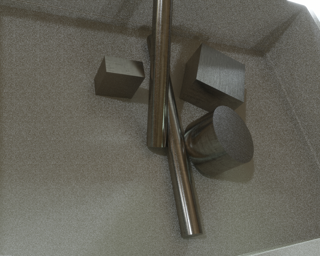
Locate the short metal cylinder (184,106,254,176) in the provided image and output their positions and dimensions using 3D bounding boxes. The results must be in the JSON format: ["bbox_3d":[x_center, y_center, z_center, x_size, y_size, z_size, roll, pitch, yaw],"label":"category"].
[{"bbox_3d":[0.079,0.017,0.411,0.080,0.050,0.080,24,50,-33],"label":"short metal cylinder"}]

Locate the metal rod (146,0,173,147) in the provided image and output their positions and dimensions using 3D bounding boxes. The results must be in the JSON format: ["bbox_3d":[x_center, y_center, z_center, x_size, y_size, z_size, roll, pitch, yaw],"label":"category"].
[{"bbox_3d":[0.002,-0.125,0.393,0.025,0.025,0.298,3,90,-27],"label":"metal rod"}]

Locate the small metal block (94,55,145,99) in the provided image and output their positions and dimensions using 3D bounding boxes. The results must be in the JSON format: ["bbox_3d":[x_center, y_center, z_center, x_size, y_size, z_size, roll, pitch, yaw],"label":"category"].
[{"bbox_3d":[-0.053,-0.064,0.401,0.050,0.050,0.025,4,60,-27],"label":"small metal block"}]

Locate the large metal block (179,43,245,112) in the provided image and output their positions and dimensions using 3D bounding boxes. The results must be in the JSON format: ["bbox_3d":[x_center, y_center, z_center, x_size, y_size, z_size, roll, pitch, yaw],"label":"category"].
[{"bbox_3d":[0.083,-0.072,0.480,0.080,0.050,0.080,23,53,-15],"label":"large metal block"}]

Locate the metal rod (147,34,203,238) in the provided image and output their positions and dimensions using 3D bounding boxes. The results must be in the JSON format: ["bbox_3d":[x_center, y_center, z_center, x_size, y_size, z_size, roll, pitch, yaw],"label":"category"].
[{"bbox_3d":[0.014,-0.009,0.420,0.025,0.025,0.299,5,60,-26],"label":"metal rod"}]
